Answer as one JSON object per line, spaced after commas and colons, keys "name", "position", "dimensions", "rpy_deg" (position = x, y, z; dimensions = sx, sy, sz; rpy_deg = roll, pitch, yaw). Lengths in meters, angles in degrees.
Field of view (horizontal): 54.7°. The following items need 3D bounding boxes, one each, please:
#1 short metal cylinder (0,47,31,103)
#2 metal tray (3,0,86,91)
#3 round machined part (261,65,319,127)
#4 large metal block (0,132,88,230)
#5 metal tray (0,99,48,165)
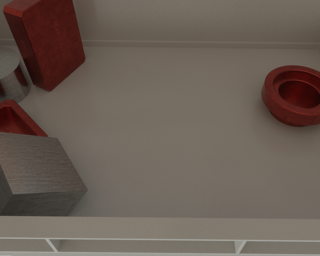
{"name": "short metal cylinder", "position": [-0.236, -0.072, 0.446], "dimensions": [0.081, 0.050, 0.080], "rpy_deg": [0, 50, 0]}
{"name": "metal tray", "position": [-0.157, -0.129, 0.443], "dimensions": [0.030, 0.129, 0.090], "rpy_deg": [23, 54, 18]}
{"name": "round machined part", "position": [0.191, -0.040, 0.430], "dimensions": [0.099, 0.042, 0.098], "rpy_deg": [0, 50, 0]}
{"name": "large metal block", "position": [-0.135, 0.052, 0.315], "dimensions": [0.080, 0.050, 0.080], "rpy_deg": [12, 32, -54]}
{"name": "metal tray", "position": [-0.211, 0.025, 0.365], "dimensions": [0.090, 0.030, 0.131], "rpy_deg": [39, 53, 25]}
